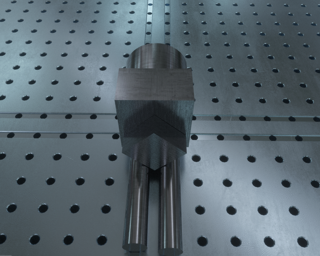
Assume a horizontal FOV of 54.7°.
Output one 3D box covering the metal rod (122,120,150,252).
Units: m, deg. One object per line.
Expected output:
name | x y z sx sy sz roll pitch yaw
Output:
metal rod | -0.023 0.005 0.405 0.025 0.025 0.300 1 50 0

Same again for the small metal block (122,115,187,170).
small metal block | -0.006 0.018 0.346 0.050 0.050 0.025 33 41 -33

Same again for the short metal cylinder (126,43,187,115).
short metal cylinder | -0.005 -0.060 0.394 0.081 0.080 0.050 1 50 0

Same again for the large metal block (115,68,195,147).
large metal block | -0.005 -0.022 0.358 0.081 0.080 0.050 0 50 0

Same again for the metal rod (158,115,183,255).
metal rod | 0.012 0.008 0.403 0.025 0.025 0.300 1 50 0
